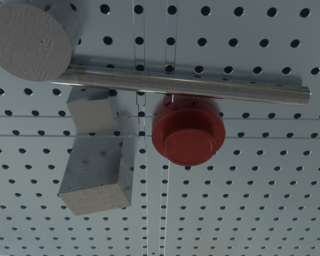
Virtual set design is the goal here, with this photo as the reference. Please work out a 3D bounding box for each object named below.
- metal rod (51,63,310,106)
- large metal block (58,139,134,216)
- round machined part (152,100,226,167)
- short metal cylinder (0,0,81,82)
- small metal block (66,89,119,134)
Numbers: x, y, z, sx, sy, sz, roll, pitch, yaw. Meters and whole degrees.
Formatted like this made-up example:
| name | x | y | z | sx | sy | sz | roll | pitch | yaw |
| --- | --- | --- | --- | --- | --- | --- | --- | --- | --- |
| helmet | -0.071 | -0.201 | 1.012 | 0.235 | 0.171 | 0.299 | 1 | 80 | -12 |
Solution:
| name | x | y | z | sx | sy | sz | roll | pitch | yaw |
| --- | --- | --- | --- | --- | --- | --- | --- | --- | --- |
| metal rod | 0.028 | -0.051 | 0.368 | 0.302 | 0.025 | 0.025 | 5 | 130 | -5 |
| large metal block | -0.084 | 0.068 | 0.433 | 0.080 | 0.080 | 0.050 | -12 | 129 | 9 |
| round machined part | 0.038 | 0.014 | 0.413 | 0.099 | 0.042 | 0.097 | -1 | 130 | 0 |
| short metal cylinder | -0.125 | -0.094 | 0.313 | 0.081 | 0.050 | 0.079 | 0 | 130 | 0 |
| small metal block | -0.084 | -0.021 | 0.392 | 0.050 | 0.025 | 0.050 | -6 | 130 | 4 |
